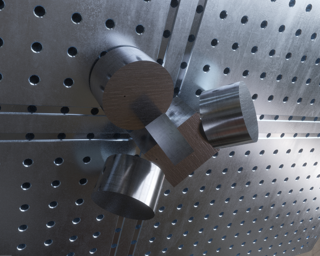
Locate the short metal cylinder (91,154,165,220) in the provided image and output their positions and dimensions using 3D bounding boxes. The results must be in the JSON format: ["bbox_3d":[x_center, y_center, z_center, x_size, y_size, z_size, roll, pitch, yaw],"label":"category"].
[{"bbox_3d":[-0.039,0.075,0.389,0.080,0.050,0.080,12,145,9],"label":"short metal cylinder"}]

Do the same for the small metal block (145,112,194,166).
[{"bbox_3d":[0.010,0.013,0.340,0.025,0.050,0.050,-37,86,-1],"label":"small metal block"}]

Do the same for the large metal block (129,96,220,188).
[{"bbox_3d":[0.020,0.019,0.410,0.080,0.050,0.080,-39,130,-2],"label":"large metal block"}]

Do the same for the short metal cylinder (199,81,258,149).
[{"bbox_3d":[0.091,-0.016,0.402,0.050,0.080,0.080,-13,136,28],"label":"short metal cylinder"}]

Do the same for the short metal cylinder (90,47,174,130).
[{"bbox_3d":[-0.032,-0.045,0.346,0.081,0.050,0.079,-14,124,-21],"label":"short metal cylinder"}]
